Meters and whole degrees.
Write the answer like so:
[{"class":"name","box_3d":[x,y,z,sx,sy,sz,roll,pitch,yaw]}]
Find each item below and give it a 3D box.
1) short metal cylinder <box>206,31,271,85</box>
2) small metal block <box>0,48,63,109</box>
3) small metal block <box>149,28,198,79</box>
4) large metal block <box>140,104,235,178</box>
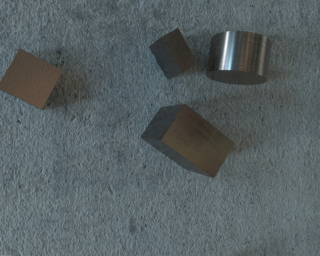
[{"class":"short metal cylinder","box_3d":[0.106,-0.092,0.420,0.081,0.080,0.050,9,87,-20]},{"class":"small metal block","box_3d":[-0.147,-0.054,0.355,0.050,0.025,0.050,28,81,-18]},{"class":"small metal block","box_3d":[0.016,-0.095,0.403,0.025,0.050,0.050,-34,101,-17]},{"class":"large metal block","box_3d":[0.032,0.015,0.393,0.080,0.080,0.050,37,78,-17]}]
